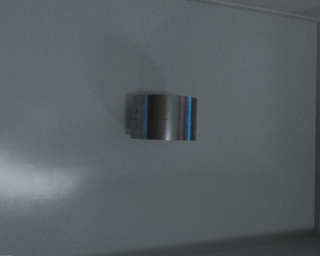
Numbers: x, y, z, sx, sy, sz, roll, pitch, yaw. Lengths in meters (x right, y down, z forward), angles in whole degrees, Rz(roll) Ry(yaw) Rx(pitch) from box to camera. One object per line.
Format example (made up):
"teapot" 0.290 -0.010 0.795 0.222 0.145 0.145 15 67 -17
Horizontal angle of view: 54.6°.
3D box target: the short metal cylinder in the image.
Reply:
"short metal cylinder" 0.005 -0.011 0.380 0.081 0.080 0.050 2 90 -20
